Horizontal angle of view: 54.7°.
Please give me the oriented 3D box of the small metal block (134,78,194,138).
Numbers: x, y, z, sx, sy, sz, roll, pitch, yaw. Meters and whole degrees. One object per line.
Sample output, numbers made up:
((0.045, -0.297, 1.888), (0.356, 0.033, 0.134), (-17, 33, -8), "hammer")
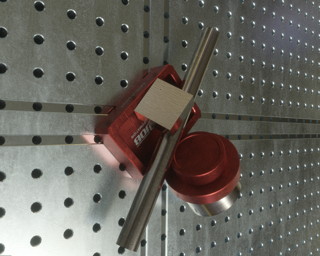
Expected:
((0.006, -0.024, 0.371), (0.050, 0.050, 0.025), (-56, 161, -14), "small metal block")

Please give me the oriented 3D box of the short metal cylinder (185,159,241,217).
((0.064, 0.074, 0.428), (0.080, 0.080, 0.050), (-51, 121, -28), "short metal cylinder")

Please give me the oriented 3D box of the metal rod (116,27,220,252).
((0.017, 0.000, 0.386), (0.025, 0.025, 0.300), (35, 68, -35), "metal rod")

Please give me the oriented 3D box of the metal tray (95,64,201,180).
((-0.009, -0.009, 0.399), (0.130, 0.030, 0.090), (-51, 120, -28), "metal tray")

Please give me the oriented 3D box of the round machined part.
((0.051, 0.043, 0.393), (0.098, 0.098, 0.042), (-54, 144, -27), "round machined part")
